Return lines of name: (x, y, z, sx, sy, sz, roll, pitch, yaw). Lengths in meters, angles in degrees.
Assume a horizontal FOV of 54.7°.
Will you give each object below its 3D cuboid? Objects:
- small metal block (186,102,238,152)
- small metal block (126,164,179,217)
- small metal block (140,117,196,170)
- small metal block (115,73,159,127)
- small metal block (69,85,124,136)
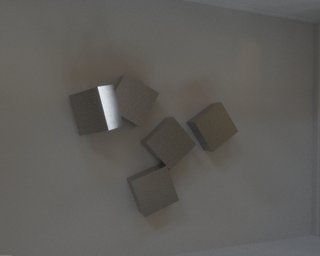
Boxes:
small metal block: (0.074, -0.002, 0.440, 0.050, 0.025, 0.050, -36, 102, -17)
small metal block: (-0.010, 0.081, 0.408, 0.050, 0.025, 0.050, -22, 98, -19)
small metal block: (0.011, 0.020, 0.416, 0.050, 0.025, 0.050, -44, 104, -15)
small metal block: (-0.037, -0.035, 0.398, 0.050, 0.025, 0.050, 31, 80, -18)
small metal block: (-0.076, -0.021, 0.367, 0.025, 0.050, 0.050, -21, 99, -54)
